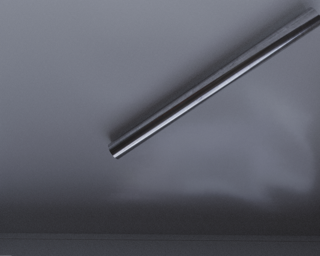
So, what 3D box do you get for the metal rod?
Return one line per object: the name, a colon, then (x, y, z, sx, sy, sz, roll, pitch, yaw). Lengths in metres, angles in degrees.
metal rod: (0.060, -0.049, 0.393, 0.300, 0.025, 0.025, -34, 107, 11)
